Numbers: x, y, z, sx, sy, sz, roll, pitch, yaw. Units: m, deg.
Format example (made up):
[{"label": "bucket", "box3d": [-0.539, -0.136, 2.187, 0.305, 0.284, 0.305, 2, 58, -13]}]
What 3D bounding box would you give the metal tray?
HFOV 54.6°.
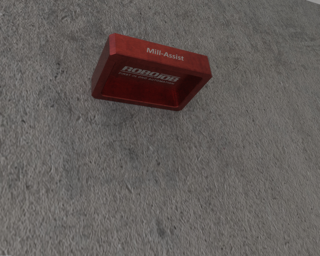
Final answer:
[{"label": "metal tray", "box3d": [-0.012, -0.064, 0.394, 0.131, 0.090, 0.030, 7, 59, -24]}]
